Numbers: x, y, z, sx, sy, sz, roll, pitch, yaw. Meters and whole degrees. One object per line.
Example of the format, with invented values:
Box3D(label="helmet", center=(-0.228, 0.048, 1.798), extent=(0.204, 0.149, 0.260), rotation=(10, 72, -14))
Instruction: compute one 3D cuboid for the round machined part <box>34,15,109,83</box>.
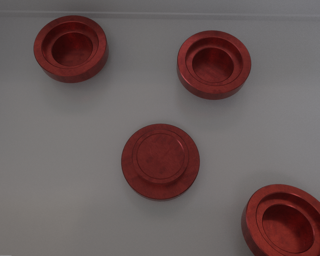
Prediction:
Box3D(label="round machined part", center=(-0.122, -0.106, 0.439), extent=(0.099, 0.042, 0.098), rotation=(0, 70, 0))

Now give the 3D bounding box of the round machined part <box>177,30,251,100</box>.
Box3D(label="round machined part", center=(0.072, -0.083, 0.431), extent=(0.099, 0.042, 0.098), rotation=(0, 70, 0))

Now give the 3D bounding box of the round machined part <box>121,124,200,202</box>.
Box3D(label="round machined part", center=(0.001, 0.040, 0.386), extent=(0.099, 0.042, 0.098), rotation=(0, 70, 0))

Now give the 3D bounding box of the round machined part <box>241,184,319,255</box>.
Box3D(label="round machined part", center=(0.140, 0.116, 0.348), extent=(0.099, 0.042, 0.098), rotation=(3, 49, -3))
